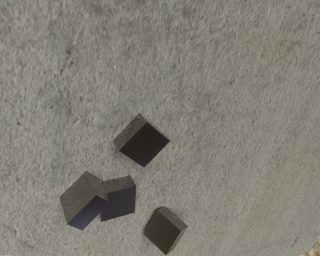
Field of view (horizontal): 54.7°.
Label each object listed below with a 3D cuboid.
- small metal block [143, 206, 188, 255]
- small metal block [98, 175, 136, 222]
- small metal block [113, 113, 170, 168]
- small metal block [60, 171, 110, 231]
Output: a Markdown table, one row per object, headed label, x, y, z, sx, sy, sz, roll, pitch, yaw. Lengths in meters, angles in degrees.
| label | x | y | z | sx | sy | sz | roll | pitch | yaw |
| --- | --- | --- | --- | --- | --- | --- | --- | --- | --- |
| small metal block | 0.009 | 0.163 | 0.495 | 0.025 | 0.050 | 0.050 | 0 | 122 | -59 |
| small metal block | -0.062 | 0.099 | 0.435 | 0.050 | 0.025 | 0.050 | -9 | 123 | -24 |
| small metal block | -0.024 | 0.017 | 0.406 | 0.050 | 0.025 | 0.050 | -46 | 130 | 4 |
| small metal block | -0.097 | 0.092 | 0.396 | 0.050 | 0.050 | 0.025 | -45 | 130 | 3 |
